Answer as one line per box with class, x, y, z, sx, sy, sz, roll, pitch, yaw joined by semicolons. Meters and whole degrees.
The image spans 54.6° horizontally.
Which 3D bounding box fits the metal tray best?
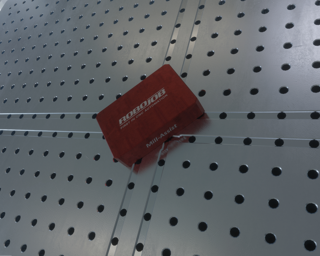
metal tray;-0.017;-0.019;0.427;0.130;0.030;0.090;-36;51;4
